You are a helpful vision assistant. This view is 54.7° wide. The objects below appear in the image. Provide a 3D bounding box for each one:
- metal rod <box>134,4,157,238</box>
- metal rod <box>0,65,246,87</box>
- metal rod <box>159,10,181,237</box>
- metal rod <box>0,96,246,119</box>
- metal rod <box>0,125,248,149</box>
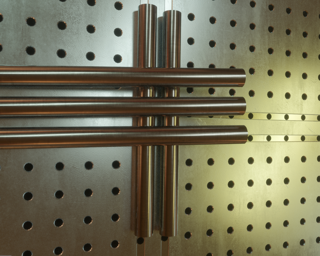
[{"bbox_3d":[-0.019,-0.010,0.407,0.025,0.025,0.298,1,90,-20],"label":"metal rod"},{"bbox_3d":[-0.040,-0.062,0.376,0.302,0.025,0.025,-2,91,-12],"label":"metal rod"},{"bbox_3d":[0.014,-0.006,0.419,0.025,0.025,0.298,1,90,-20],"label":"metal rod"},{"bbox_3d":[-0.039,-0.026,0.377,0.302,0.025,0.025,-1,91,-12],"label":"metal rod"},{"bbox_3d":[-0.038,0.010,0.377,0.302,0.025,0.025,-1,90,-12],"label":"metal rod"}]
